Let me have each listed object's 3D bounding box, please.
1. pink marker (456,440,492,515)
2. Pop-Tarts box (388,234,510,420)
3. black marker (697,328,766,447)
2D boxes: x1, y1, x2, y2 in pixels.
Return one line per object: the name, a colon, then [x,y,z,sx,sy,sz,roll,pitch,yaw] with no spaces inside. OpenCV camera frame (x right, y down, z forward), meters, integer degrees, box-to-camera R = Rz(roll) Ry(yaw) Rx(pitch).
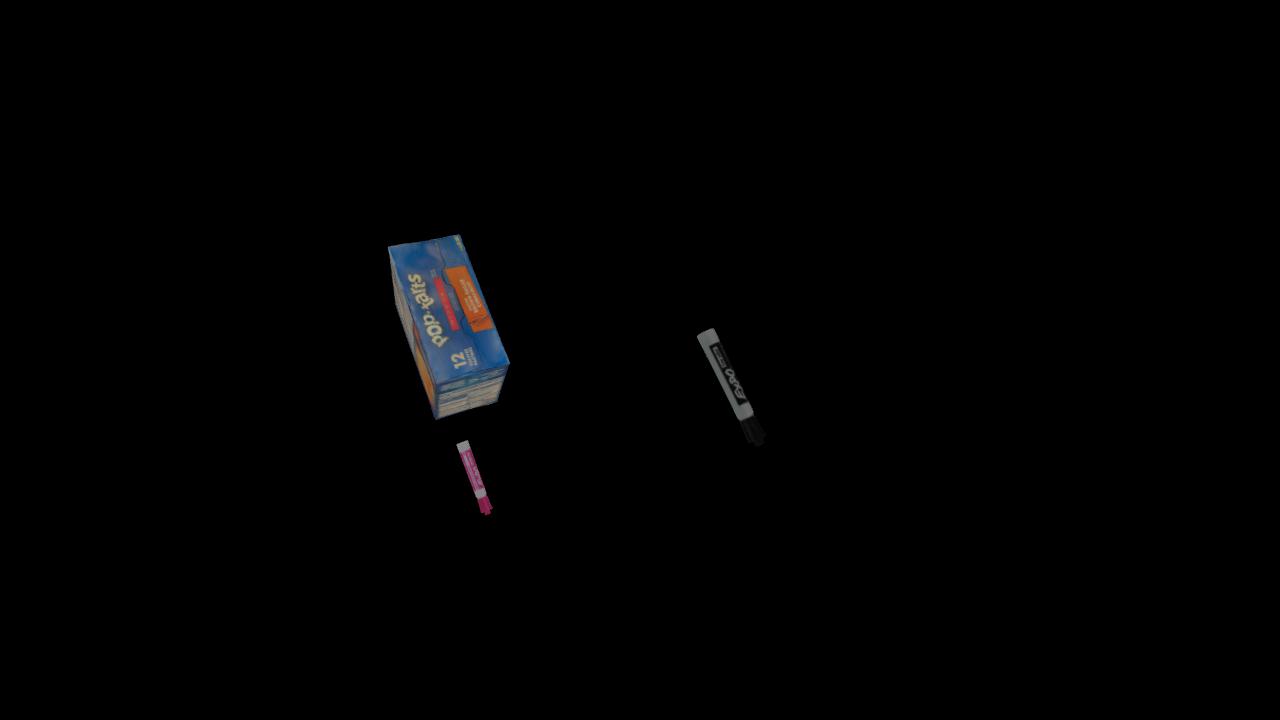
pink marker: [-0.260,0.186,0.969,0.020,0.121,0.020,-21,-3,-1]
Pop-Tarts box: [-0.224,-0.035,0.718,0.083,0.167,0.141,-19,-14,-24]
black marker: [0.089,0.027,0.594,0.020,0.121,0.020,-24,-8,-4]
